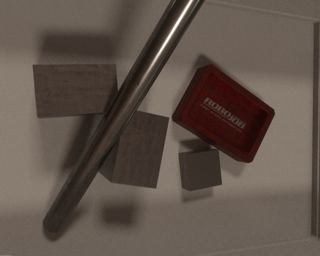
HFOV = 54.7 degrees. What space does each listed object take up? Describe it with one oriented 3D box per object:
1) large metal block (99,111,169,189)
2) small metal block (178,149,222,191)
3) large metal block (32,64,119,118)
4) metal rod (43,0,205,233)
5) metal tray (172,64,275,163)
[{"bbox_3d":[-0.034,0.022,0.370,0.050,0.080,0.080,12,86,-20],"label":"large metal block"},{"bbox_3d":[0.056,0.057,0.433,0.050,0.025,0.050,-7,93,-20],"label":"small metal block"},{"bbox_3d":[-0.096,-0.039,0.346,0.081,0.080,0.050,-5,92,-20],"label":"large metal block"},{"bbox_3d":[-0.049,-0.002,0.315,0.025,0.025,0.298,27,111,-19],"label":"metal rod"},{"bbox_3d":[0.093,-0.018,0.443,0.130,0.030,0.090,31,80,-18],"label":"metal tray"}]
